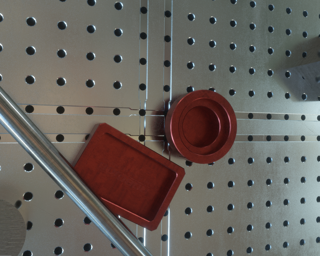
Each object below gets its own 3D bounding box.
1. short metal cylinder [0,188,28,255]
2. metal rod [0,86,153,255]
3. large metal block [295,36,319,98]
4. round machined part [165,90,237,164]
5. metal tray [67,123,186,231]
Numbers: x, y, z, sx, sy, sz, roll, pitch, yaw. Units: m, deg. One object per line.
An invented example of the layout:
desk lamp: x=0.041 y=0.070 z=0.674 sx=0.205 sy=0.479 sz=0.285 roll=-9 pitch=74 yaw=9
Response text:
short metal cylinder: x=-0.186 y=0.108 z=0.331 sx=0.081 sy=0.050 sz=0.079 roll=0 pitch=90 yaw=-21
metal rod: x=-0.085 y=0.077 z=0.349 sx=0.025 sy=0.025 sz=0.300 roll=-42 pitch=104 yaw=-15
large metal block: x=0.285 y=-0.102 z=0.507 sx=0.080 sy=0.050 sz=0.080 roll=45 pitch=76 yaw=-15
round machined part: x=0.052 y=-0.002 z=0.424 sx=0.099 sy=0.042 sz=0.097 roll=0 pitch=90 yaw=-21
metal tray: x=-0.043 y=0.062 z=0.394 sx=0.130 sy=0.030 sz=0.090 roll=32 pitch=80 yaw=-18
